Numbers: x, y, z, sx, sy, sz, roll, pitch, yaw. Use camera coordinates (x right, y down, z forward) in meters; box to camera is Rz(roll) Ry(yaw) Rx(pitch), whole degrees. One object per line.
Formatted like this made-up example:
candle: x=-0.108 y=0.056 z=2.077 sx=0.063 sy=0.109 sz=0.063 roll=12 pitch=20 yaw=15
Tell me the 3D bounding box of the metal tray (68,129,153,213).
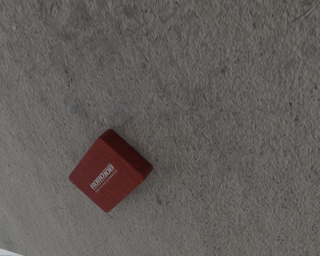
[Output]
metal tray: x=-0.082 y=0.072 z=0.492 sx=0.090 sy=0.030 sz=0.129 roll=42 pitch=129 yaw=-1
